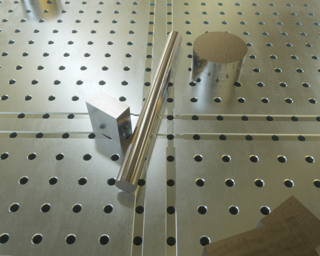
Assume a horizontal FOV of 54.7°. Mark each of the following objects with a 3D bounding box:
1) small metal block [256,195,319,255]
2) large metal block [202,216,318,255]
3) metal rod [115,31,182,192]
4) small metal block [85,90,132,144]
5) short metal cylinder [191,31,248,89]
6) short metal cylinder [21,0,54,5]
[{"bbox_3d":[0.136,0.106,0.319,0.050,0.025,0.050,-28,56,-22],"label":"small metal block"},{"bbox_3d":[0.081,0.126,0.266,0.081,0.080,0.050,-14,52,-11],"label":"large metal block"},{"bbox_3d":[-0.006,-0.046,0.445,0.025,0.025,0.300,10,51,8],"label":"metal rod"},{"bbox_3d":[-0.065,-0.014,0.403,0.050,0.050,0.025,28,56,21],"label":"small metal block"},{"bbox_3d":[0.090,-0.105,0.480,0.080,0.050,0.080,0,50,0],"label":"short metal cylinder"},{"bbox_3d":[-0.257,-0.299,0.641,0.080,0.050,0.080,0,50,0],"label":"short metal cylinder"}]
